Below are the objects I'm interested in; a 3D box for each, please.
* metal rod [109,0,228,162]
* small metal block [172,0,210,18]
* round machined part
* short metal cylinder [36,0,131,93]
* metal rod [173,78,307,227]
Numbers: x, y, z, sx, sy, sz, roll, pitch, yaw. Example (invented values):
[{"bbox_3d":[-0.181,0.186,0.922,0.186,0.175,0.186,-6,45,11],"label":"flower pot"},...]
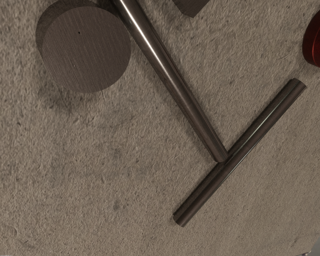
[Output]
[{"bbox_3d":[0.025,-0.048,0.392,0.025,0.025,0.300,-39,130,-2],"label":"metal rod"},{"bbox_3d":[0.033,-0.156,0.330,0.050,0.025,0.050,-47,130,4],"label":"small metal block"},{"bbox_3d":[0.266,-0.134,0.461,0.099,0.042,0.097,-14,125,-21],"label":"round machined part"},{"bbox_3d":[-0.075,-0.081,0.301,0.081,0.050,0.079,-14,125,-21],"label":"short metal cylinder"},{"bbox_3d":[0.126,0.044,0.505,0.025,0.025,0.299,33,100,-39],"label":"metal rod"}]
